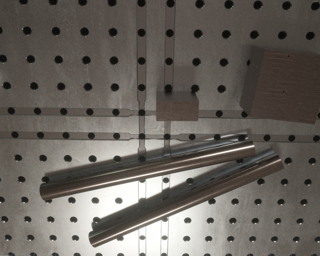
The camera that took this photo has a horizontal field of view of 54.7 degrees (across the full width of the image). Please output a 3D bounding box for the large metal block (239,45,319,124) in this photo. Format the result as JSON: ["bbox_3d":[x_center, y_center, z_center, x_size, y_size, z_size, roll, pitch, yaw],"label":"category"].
[{"bbox_3d":[0.152,-0.054,0.382,0.081,0.050,0.079,6,110,-3],"label":"large metal block"}]

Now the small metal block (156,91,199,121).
[{"bbox_3d":[0.020,-0.029,0.390,0.050,0.050,0.025,0,110,-1],"label":"small metal block"}]

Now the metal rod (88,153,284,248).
[{"bbox_3d":[0.032,0.108,0.453,0.301,0.025,0.025,-25,109,8],"label":"metal rod"}]

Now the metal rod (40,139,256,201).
[{"bbox_3d":[-0.020,0.059,0.434,0.302,0.025,0.025,-13,110,4],"label":"metal rod"}]
